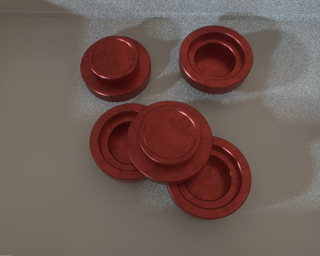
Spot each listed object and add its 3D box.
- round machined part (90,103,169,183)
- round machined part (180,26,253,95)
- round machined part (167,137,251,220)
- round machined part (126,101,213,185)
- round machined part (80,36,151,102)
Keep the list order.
[{"bbox_3d":[-0.036,0.021,0.392,0.099,0.042,0.098,0,70,0],"label":"round machined part"},{"bbox_3d":[0.076,-0.090,0.434,0.099,0.042,0.098,0,70,0],"label":"round machined part"},{"bbox_3d":[0.056,0.062,0.378,0.099,0.042,0.098,0,70,0],"label":"round machined part"},{"bbox_3d":[0.011,0.013,0.351,0.099,0.042,0.098,0,70,0],"label":"round machined part"},{"bbox_3d":[-0.062,-0.089,0.432,0.099,0.042,0.098,0,70,0],"label":"round machined part"}]
